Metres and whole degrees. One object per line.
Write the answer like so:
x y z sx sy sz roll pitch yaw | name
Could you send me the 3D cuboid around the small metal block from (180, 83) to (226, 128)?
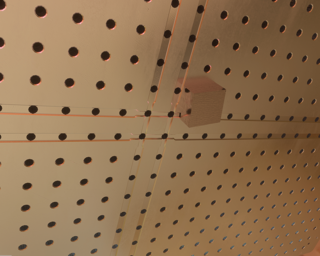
0.058 -0.032 0.423 0.050 0.025 0.050 -10 123 -23 | small metal block
